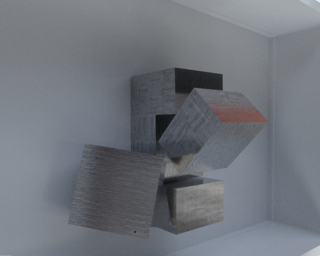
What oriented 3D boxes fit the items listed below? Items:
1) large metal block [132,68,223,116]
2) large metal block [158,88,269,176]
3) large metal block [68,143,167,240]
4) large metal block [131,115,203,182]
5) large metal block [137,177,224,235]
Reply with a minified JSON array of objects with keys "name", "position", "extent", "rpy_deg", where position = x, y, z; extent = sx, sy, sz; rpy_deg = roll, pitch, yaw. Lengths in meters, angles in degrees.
[{"name":"large metal block","position":[0.021,-0.041,0.387],"extent":[0.081,0.080,0.050],"rpy_deg":[-2,91,-40]},{"name":"large metal block","position":[0.058,0.004,0.347],"extent":[0.081,0.079,0.050],"rpy_deg":[-1,46,-40]},{"name":"large metal block","position":[-0.041,0.064,0.326],"extent":[0.050,0.080,0.080],"rpy_deg":[56,44,-79]},{"name":"large metal block","position":[0.010,0.024,0.401],"extent":[0.081,0.050,0.079],"rpy_deg":[-1,91,-40]},{"name":"large metal block","position":[0.022,0.090,0.389],"extent":[0.081,0.080,0.050],"rpy_deg":[0,90,-40]}]
